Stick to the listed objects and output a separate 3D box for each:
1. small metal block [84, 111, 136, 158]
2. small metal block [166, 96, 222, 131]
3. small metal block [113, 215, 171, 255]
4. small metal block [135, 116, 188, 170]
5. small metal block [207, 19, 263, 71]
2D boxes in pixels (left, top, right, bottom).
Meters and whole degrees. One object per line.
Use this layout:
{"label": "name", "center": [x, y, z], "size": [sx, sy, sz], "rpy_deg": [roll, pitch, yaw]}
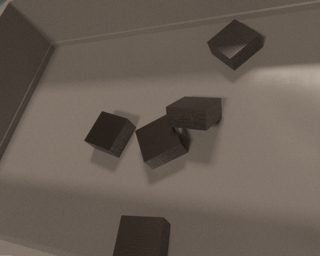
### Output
{"label": "small metal block", "center": [-0.070, 0.008, 0.436], "size": [0.050, 0.025, 0.050], "rpy_deg": [16, 70, 34]}
{"label": "small metal block", "center": [0.042, -0.019, 0.377], "size": [0.050, 0.025, 0.050], "rpy_deg": [6, 22, 30]}
{"label": "small metal block", "center": [-0.019, 0.124, 0.334], "size": [0.050, 0.025, 0.050], "rpy_deg": [-3, 56, 20]}
{"label": "small metal block", "center": [0.001, 0.017, 0.393], "size": [0.050, 0.025, 0.050], "rpy_deg": [-27, 52, 10]}
{"label": "small metal block", "center": [0.102, -0.114, 0.421], "size": [0.050, 0.025, 0.050], "rpy_deg": [-40, 51, 0]}
